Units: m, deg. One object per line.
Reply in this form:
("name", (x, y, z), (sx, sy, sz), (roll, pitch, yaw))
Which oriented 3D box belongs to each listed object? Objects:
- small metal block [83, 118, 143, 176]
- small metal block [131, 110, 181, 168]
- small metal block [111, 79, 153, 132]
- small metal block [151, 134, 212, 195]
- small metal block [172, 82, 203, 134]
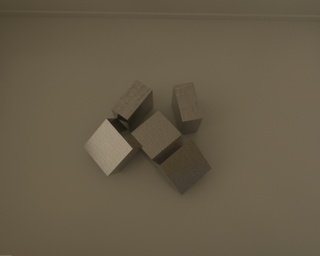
("small metal block", (-0.059, 0.023, 0.386), (0.050, 0.025, 0.050), (47, 109, 14))
("small metal block", (-0.004, 0.014, 0.402), (0.050, 0.025, 0.050), (-40, 75, -14))
("small metal block", (-0.034, -0.027, 0.403), (0.025, 0.050, 0.050), (35, 74, 12))
("small metal block", (0.027, 0.044, 0.378), (0.050, 0.025, 0.050), (-39, 112, -14))
("small metal block", (0.034, -0.024, 0.403), (0.025, 0.050, 0.050), (-10, 70, -5))
